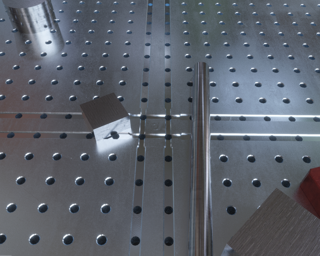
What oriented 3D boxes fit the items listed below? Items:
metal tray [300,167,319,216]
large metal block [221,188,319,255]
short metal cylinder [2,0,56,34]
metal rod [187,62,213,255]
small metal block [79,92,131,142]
[{"bbox_3d":[0.226,0.095,0.327,0.091,0.030,0.130,-11,51,-10],"label":"metal tray"},{"bbox_3d":[0.116,0.119,0.293,0.080,0.050,0.080,-37,59,-27],"label":"large metal block"},{"bbox_3d":[-0.240,-0.219,0.572,0.081,0.050,0.080,0,50,0],"label":"short metal cylinder"},{"bbox_3d":[0.052,0.020,0.391,0.025,0.025,0.300,4,50,3],"label":"metal rod"},{"bbox_3d":[-0.074,-0.016,0.420,0.050,0.025,0.050,-23,54,-19],"label":"small metal block"}]
